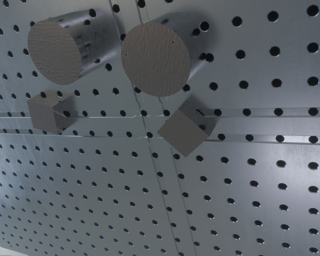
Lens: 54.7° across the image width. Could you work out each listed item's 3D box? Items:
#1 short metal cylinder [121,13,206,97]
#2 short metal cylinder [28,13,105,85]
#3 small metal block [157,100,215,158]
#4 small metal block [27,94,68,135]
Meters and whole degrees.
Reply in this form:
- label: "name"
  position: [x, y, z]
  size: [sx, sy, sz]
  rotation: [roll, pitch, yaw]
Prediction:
- label: "short metal cylinder"
  position: [0.005, -0.081, 0.343]
  size: [0.080, 0.050, 0.079]
  rotation: [13, 124, 21]
- label: "short metal cylinder"
  position: [-0.118, -0.101, 0.395]
  size: [0.080, 0.050, 0.079]
  rotation: [13, 124, 21]
- label: "small metal block"
  position: [0.033, 0.002, 0.395]
  size: [0.050, 0.025, 0.050]
  rotation: [42, 129, -1]
- label: "small metal block"
  position: [-0.178, -0.022, 0.492]
  size: [0.050, 0.025, 0.050]
  rotation: [13, 124, 20]
